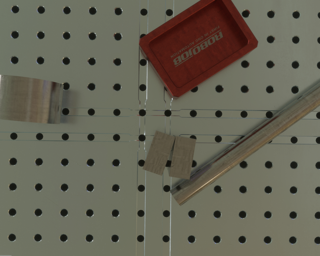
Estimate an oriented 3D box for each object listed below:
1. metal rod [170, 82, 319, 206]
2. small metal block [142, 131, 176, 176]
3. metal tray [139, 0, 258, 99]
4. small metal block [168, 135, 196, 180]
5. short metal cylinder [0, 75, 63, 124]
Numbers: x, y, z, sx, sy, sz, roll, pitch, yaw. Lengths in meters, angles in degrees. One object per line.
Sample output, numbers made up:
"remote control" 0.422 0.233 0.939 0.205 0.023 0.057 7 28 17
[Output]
"metal rod" 0.143 0.006 0.415 0.301 0.025 0.025 -36 90 -1
"small metal block" -0.001 0.030 0.401 0.025 0.050 0.050 19 90 0
"metal tray" 0.050 -0.109 0.411 0.130 0.030 0.090 -33 90 -1
"small metal block" 0.028 0.036 0.401 0.025 0.050 0.050 9 90 0
"short metal cylinder" -0.164 -0.034 0.384 0.081 0.080 0.050 6 90 -1
